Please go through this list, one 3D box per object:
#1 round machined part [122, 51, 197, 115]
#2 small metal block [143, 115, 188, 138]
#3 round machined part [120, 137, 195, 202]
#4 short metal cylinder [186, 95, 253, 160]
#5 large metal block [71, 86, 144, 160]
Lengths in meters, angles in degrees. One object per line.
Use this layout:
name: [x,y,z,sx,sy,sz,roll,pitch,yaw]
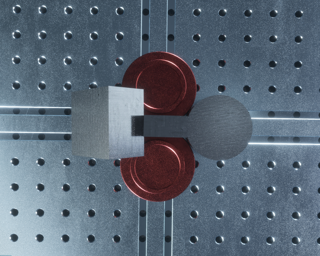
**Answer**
round machined part: [-0.001,-0.052,0.405,0.099,0.042,0.097,0,90,0]
small metal block: [0.007,-0.002,0.379,0.050,0.050,0.025,1,90,0]
round machined part: [-0.003,0.048,0.405,0.099,0.042,0.097,0,90,0]
short metal cylinder: [0.072,-0.001,0.400,0.081,0.050,0.080,0,90,0]
large metal block: [-0.065,-0.006,0.380,0.050,0.080,0.080,-1,90,-45]
